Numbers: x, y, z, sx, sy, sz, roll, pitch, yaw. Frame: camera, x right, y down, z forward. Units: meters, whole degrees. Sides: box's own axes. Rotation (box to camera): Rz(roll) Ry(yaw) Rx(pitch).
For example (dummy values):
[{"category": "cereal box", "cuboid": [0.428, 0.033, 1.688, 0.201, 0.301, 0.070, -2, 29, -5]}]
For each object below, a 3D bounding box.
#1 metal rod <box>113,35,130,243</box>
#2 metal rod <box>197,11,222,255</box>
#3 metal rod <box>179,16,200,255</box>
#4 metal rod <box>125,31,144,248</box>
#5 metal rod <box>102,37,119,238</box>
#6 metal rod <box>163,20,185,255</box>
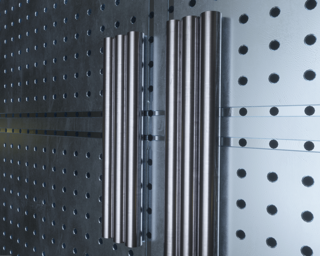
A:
[{"category": "metal rod", "cuboid": [-0.055, 0.016, 0.456, 0.025, 0.025, 0.298, 1, 91, 40]}, {"category": "metal rod", "cuboid": [0.058, 0.017, 0.362, 0.025, 0.025, 0.298, 1, 91, 40]}, {"category": "metal rod", "cuboid": [0.037, 0.017, 0.379, 0.025, 0.025, 0.298, 1, 91, 40]}, {"category": "metal rod", "cuboid": [-0.036, 0.016, 0.440, 0.025, 0.025, 0.298, 1, 91, 40]}, {"category": "metal rod", "cuboid": [-0.075, 0.015, 0.472, 0.025, 0.025, 0.298, 1, 91, 40]}, {"category": "metal rod", "cuboid": [0.018, 0.016, 0.395, 0.025, 0.025, 0.298, 1, 91, 40]}]
